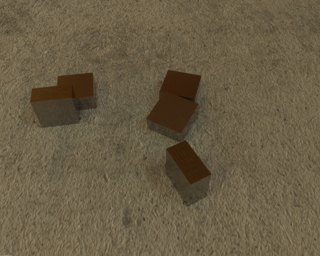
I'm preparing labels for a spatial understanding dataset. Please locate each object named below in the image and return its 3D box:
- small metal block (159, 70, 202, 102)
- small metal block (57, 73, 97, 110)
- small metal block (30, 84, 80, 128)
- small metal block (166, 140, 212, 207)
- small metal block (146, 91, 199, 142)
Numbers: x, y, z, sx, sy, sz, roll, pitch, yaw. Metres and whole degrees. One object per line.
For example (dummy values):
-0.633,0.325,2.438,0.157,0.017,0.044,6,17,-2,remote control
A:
0.030,-0.055,0.450,0.050,0.025,0.050,12,51,9,small metal block
-0.120,-0.052,0.446,0.050,0.025,0.050,-7,50,-6,small metal block
-0.137,-0.028,0.410,0.050,0.050,0.025,-7,51,-6,small metal block
0.030,0.051,0.344,0.025,0.050,0.050,-23,54,-18,small metal block
0.017,-0.015,0.411,0.050,0.025,0.050,23,64,18,small metal block
